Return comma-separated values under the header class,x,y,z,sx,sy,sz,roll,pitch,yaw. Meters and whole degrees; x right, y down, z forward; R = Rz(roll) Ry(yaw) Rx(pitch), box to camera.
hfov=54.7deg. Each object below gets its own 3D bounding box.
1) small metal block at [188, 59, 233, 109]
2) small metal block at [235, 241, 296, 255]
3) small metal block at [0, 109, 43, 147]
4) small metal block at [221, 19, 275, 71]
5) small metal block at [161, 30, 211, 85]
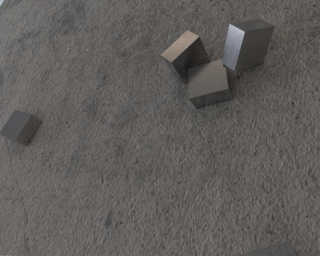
class,x,y,z,sx,sy,sz,roll,pitch,yaw
small metal block,0.065,-0.058,0.405,0.050,0.025,0.050,-13,56,21
small metal block,0.094,0.120,0.265,0.050,0.050,0.025,-23,54,15
small metal block,-0.238,0.000,0.529,0.050,0.025,0.050,13,68,33
small metal block,0.108,-0.103,0.382,0.050,0.050,0.025,-19,45,-27
small metal block,0.036,-0.097,0.428,0.050,0.050,0.025,-44,51,-2
